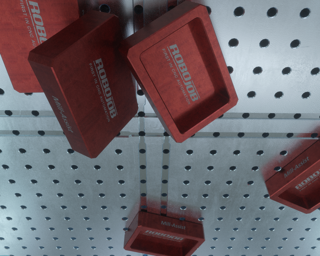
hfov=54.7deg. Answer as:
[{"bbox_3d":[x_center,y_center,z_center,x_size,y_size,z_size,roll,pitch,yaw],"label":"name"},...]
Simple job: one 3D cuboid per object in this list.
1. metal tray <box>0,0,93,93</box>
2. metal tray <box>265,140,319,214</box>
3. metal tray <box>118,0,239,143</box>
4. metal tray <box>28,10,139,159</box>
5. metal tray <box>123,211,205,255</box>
[{"bbox_3d":[-0.121,-0.099,0.322,0.091,0.030,0.129,-1,130,0],"label":"metal tray"},{"bbox_3d":[0.242,0.076,0.476,0.090,0.030,0.129,24,126,-20],"label":"metal tray"},{"bbox_3d":[0.026,-0.056,0.337,0.090,0.030,0.130,-35,127,-6],"label":"metal tray"},{"bbox_3d":[-0.069,-0.042,0.323,0.030,0.090,0.129,20,143,26],"label":"metal tray"},{"bbox_3d":[0.007,0.207,0.584,0.131,0.030,0.089,17,128,-15],"label":"metal tray"}]
